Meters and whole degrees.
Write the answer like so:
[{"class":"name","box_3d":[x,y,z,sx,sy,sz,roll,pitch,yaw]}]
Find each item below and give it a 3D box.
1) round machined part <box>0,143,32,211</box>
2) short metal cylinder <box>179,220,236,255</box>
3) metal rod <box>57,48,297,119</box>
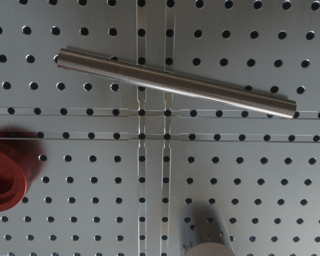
[{"class":"round machined part","box_3d":[-0.225,0.062,0.424,0.099,0.042,0.097,0,110,-1]},{"class":"short metal cylinder","box_3d":[0.071,0.189,0.471,0.081,0.050,0.079,0,110,-1]},{"class":"metal rod","box_3d":[0.025,-0.055,0.393,0.302,0.025,0.025,12,110,-5]}]
